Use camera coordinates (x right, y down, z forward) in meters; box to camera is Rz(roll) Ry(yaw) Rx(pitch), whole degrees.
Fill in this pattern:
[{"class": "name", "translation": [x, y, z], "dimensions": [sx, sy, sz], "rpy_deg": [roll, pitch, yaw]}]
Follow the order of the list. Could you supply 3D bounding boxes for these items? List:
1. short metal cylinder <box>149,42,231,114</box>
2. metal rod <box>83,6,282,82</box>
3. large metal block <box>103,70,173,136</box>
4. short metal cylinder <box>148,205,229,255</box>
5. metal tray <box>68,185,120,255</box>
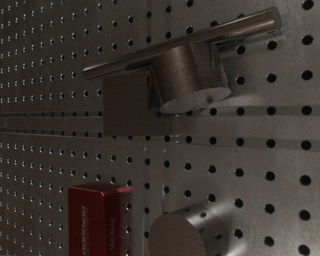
[{"class": "short metal cylinder", "translation": [0.033, -0.053, 0.345], "dimensions": [0.080, 0.081, 0.050], "rpy_deg": [-22, 76, 37]}, {"class": "metal rod", "translation": [0.002, -0.098, 0.405], "dimensions": [0.300, 0.025, 0.025], "rpy_deg": [-6, 87, 39]}, {"class": "large metal block", "translation": [-0.030, -0.029, 0.416], "dimensions": [0.080, 0.050, 0.079], "rpy_deg": [-1, 89, 39]}, {"class": "short metal cylinder", "translation": [0.033, 0.136, 0.365], "dimensions": [0.080, 0.050, 0.079], "rpy_deg": [0, 90, 39]}, {"class": "metal tray", "translation": [-0.106, 0.160, 0.491], "dimensions": [0.090, 0.030, 0.129], "rpy_deg": [-2, 89, 39]}]
